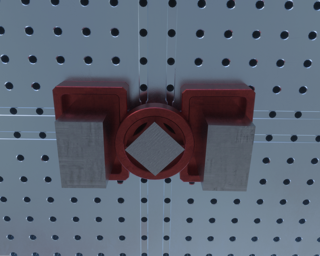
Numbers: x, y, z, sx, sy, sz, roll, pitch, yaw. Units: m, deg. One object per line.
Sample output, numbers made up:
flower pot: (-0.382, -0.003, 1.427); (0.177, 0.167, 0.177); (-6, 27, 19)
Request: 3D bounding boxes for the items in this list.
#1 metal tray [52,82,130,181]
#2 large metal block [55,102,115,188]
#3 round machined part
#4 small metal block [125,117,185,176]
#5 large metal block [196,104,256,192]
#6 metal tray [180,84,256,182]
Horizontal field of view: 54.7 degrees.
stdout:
metal tray: (-0.086, 0.005, 0.411); (0.091, 0.030, 0.129); (1, 110, -1)
large metal block: (-0.086, 0.017, 0.375); (0.050, 0.080, 0.079); (1, 110, 0)
round machined part: (-0.007, 0.014, 0.400); (0.099, 0.042, 0.097); (0, 110, 0)
small metal block: (-0.006, 0.021, 0.378); (0.050, 0.025, 0.050); (43, 104, -14)
large metal block: (0.075, 0.021, 0.378); (0.050, 0.080, 0.079); (1, 110, -1)
metal tray: (0.072, 0.008, 0.413); (0.091, 0.030, 0.129); (0, 110, 0)
